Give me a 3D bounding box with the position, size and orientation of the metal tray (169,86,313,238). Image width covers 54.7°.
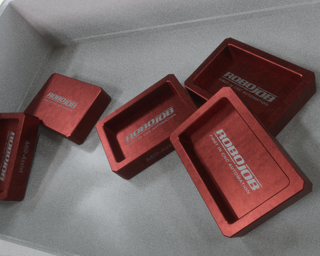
[{"bbox_3d":[0.075,0.032,0.318,0.090,0.030,0.130,-43,55,20],"label":"metal tray"}]

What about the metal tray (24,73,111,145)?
[{"bbox_3d":[-0.152,-0.035,0.501,0.130,0.030,0.090,20,72,35],"label":"metal tray"}]

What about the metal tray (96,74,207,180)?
[{"bbox_3d":[-0.014,-0.003,0.410,0.130,0.030,0.090,-34,52,5],"label":"metal tray"}]

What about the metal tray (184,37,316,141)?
[{"bbox_3d":[0.105,-0.051,0.377,0.090,0.030,0.130,-47,52,-5],"label":"metal tray"}]

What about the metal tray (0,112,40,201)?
[{"bbox_3d":[-0.240,0.042,0.479,0.090,0.030,0.129,1,76,28],"label":"metal tray"}]
